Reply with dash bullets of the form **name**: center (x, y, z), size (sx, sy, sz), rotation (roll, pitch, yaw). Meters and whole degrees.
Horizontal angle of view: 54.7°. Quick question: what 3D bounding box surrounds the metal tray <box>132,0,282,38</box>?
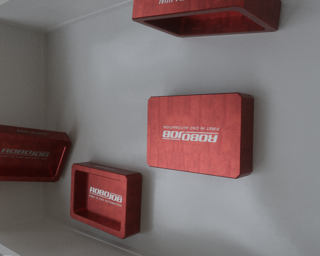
- **metal tray**: center (0.047, -0.123, 0.325), size (0.130, 0.091, 0.030), rotation (10, 97, 39)

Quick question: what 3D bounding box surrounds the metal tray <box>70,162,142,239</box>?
- **metal tray**: center (-0.086, 0.105, 0.474), size (0.130, 0.030, 0.089), rotation (4, 93, 40)

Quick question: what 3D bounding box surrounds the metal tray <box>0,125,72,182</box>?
- **metal tray**: center (-0.227, 0.046, 0.524), size (0.030, 0.131, 0.089), rotation (45, 118, 48)

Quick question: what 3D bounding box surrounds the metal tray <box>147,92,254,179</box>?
- **metal tray**: center (0.043, 0.006, 0.368), size (0.130, 0.030, 0.089), rotation (2, 91, 40)
